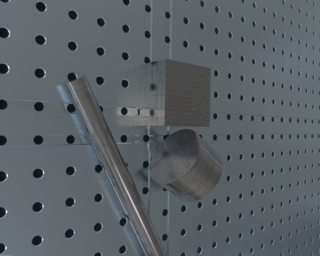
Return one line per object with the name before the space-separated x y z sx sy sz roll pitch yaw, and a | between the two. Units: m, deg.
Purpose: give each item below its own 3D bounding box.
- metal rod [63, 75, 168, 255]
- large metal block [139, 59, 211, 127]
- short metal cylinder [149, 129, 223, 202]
metal rod | -0.039 0.080 0.376 0.025 0.025 0.299 -34 111 -35
large metal block | 0.021 -0.042 0.411 0.081 0.050 0.079 1 89 -40
short metal cylinder | 0.033 0.048 0.402 0.050 0.080 0.080 42 65 -32
